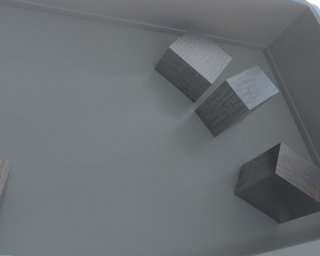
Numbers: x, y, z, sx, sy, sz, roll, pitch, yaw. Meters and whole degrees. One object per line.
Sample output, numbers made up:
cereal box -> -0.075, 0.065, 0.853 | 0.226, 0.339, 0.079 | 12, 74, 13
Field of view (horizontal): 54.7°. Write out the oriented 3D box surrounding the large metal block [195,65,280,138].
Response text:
large metal block -> 0.112, -0.039, 0.454 | 0.081, 0.080, 0.050 | -28, 77, -37

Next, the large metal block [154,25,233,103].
large metal block -> 0.052, -0.100, 0.478 | 0.080, 0.050, 0.080 | 41, 51, -1

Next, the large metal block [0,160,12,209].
large metal block -> -0.174, 0.064, 0.246 | 0.081, 0.050, 0.080 | 15, 43, -20

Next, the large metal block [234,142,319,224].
large metal block -> 0.160, 0.076, 0.410 | 0.080, 0.080, 0.050 | 33, 51, -7
